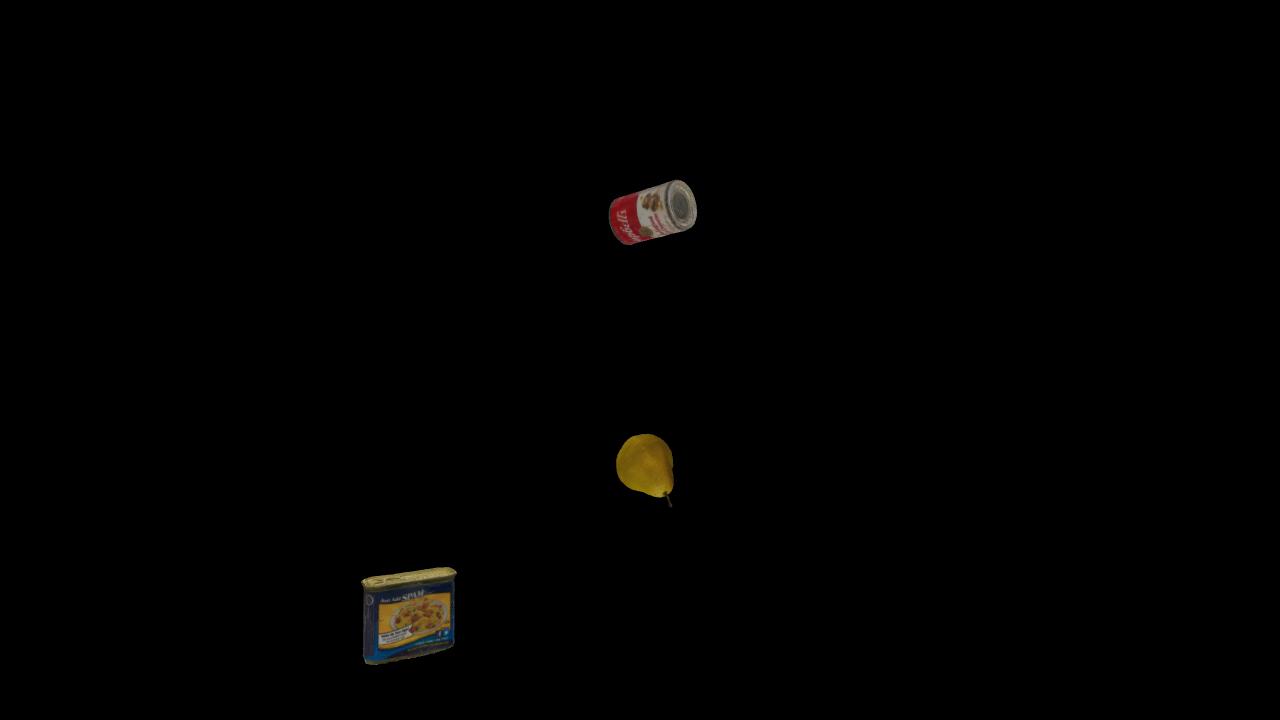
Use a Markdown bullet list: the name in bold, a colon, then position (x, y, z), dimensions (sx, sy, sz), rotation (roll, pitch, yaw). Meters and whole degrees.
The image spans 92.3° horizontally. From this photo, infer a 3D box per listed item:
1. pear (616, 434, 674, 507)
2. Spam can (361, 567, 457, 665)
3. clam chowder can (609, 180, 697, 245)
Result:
- **pear**: position (0.017, 0.147, 0.818), dimensions (0.080, 0.080, 0.111), rotation (0, 21, -33)
- **Spam can**: position (-0.265, 0.292, 0.709), dimensions (0.101, 0.085, 0.058), rotation (1, -8, -29)
- **clam chowder can**: position (0.017, -0.198, 0.829), dimensions (0.102, 0.068, 0.068), rotation (-6, -4, 40)
